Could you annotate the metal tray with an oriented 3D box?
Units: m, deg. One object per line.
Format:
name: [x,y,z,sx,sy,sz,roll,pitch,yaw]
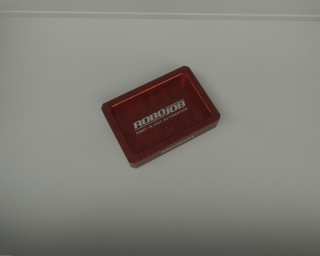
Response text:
metal tray: [0.001,-0.016,0.410,0.131,0.030,0.090,-27,73,-10]
